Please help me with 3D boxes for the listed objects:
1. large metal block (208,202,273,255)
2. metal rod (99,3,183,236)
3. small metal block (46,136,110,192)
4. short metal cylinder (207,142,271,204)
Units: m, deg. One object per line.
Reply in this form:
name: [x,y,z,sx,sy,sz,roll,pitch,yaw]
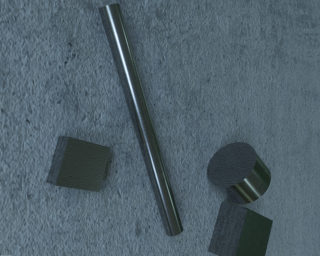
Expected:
large metal block: [0.132,0.175,0.503,0.080,0.050,0.080,31,70,-36]
metal rod: [-0.019,0.000,0.390,0.025,0.025,0.298,-26,106,-37]
small metal block: [-0.087,0.039,0.333,0.050,0.025,0.050,20,77,-39]
short metal cylinder: [0.120,0.068,0.473,0.050,0.080,0.080,46,62,-31]
